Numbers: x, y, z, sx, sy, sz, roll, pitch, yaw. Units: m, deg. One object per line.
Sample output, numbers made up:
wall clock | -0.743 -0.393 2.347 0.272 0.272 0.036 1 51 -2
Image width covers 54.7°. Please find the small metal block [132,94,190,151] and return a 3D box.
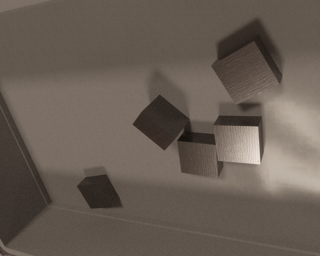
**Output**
small metal block | 0.003 -0.008 0.385 0.050 0.050 0.025 40 129 1

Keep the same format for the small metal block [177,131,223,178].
small metal block | 0.053 0.034 0.401 0.050 0.025 0.050 5 121 25

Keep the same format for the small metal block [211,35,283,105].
small metal block | 0.091 -0.060 0.323 0.050 0.025 0.050 -26 104 37

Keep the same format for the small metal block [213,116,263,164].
small metal block | 0.094 0.013 0.367 0.050 0.025 0.050 2 119 26

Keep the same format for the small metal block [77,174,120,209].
small metal block | -0.105 0.109 0.530 0.050 0.025 0.050 -13 112 33
